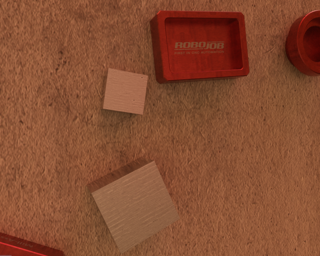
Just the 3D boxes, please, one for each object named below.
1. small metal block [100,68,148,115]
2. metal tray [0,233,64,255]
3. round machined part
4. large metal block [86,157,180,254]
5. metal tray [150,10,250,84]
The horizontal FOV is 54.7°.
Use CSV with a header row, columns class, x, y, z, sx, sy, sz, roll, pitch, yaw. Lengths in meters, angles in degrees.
class,x,y,z,sx,sy,sz,roll,pitch,yaw
small metal block,-0.046,-0.045,0.392,0.050,0.025,0.050,8,87,-20
metal tray,-0.183,0.166,0.339,0.131,0.030,0.090,26,81,-18
round machined part,0.239,-0.130,0.488,0.099,0.042,0.097,0,90,-20
large metal block,-0.034,0.091,0.383,0.081,0.050,0.080,-26,99,-18
metal tray,0.056,-0.111,0.426,0.131,0.030,0.089,-7,93,-20
